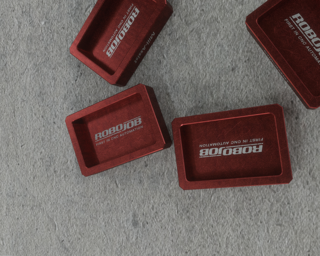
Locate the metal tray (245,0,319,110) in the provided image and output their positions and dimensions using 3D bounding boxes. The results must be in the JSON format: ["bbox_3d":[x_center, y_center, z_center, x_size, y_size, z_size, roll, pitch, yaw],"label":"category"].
[{"bbox_3d":[0.170,-0.097,0.346,0.090,0.030,0.130,-35,79,16],"label":"metal tray"}]

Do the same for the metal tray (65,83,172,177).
[{"bbox_3d":[-0.059,0.005,0.427,0.130,0.030,0.090,-21,83,18],"label":"metal tray"}]

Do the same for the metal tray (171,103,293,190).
[{"bbox_3d":[0.085,0.024,0.376,0.130,0.030,0.089,-8,87,19],"label":"metal tray"}]

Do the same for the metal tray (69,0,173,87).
[{"bbox_3d":[-0.055,-0.134,0.425,0.090,0.030,0.129,38,102,16],"label":"metal tray"}]
